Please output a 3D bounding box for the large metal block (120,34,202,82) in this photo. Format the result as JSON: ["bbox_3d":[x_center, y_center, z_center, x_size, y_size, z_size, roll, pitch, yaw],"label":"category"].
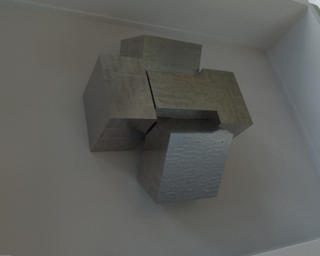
[{"bbox_3d":[-0.003,-0.089,0.414,0.081,0.080,0.050,2,99,-28],"label":"large metal block"}]

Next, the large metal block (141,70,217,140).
[{"bbox_3d":[0.010,-0.024,0.389,0.081,0.080,0.050,1,62,-28],"label":"large metal block"}]

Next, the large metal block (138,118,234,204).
[{"bbox_3d":[0.027,0.035,0.353,0.081,0.079,0.050,1,19,-29],"label":"large metal block"}]

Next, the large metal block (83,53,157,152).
[{"bbox_3d":[-0.050,-0.026,0.357,0.050,0.080,0.080,1,62,-28],"label":"large metal block"}]

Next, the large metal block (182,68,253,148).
[{"bbox_3d":[0.068,-0.022,0.419,0.050,0.080,0.080,1,62,-28],"label":"large metal block"}]
